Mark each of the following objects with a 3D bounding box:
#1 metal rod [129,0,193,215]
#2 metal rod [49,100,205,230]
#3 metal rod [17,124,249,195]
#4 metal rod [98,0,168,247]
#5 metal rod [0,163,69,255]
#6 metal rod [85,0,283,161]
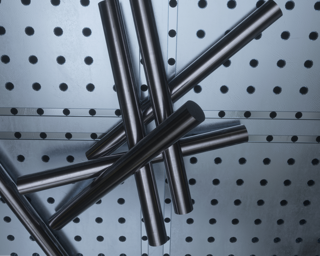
[{"bbox_3d":[0.000,-0.038,0.373,0.025,0.025,0.298,-11,100,4],"label":"metal rod"},{"bbox_3d":[-0.060,0.063,0.382,0.025,0.025,0.299,41,125,-14],"label":"metal rod"},{"bbox_3d":[-0.033,0.041,0.409,0.302,0.025,0.025,-13,110,-3],"label":"metal rod"},{"bbox_3d":[-0.031,0.000,0.378,0.025,0.025,0.298,-11,97,4],"label":"metal rod"},{"bbox_3d":[-0.194,0.134,0.461,0.025,0.025,0.299,-25,108,9],"label":"metal rod"},{"bbox_3d":[0.021,-0.050,0.395,0.300,0.025,0.025,-39,106,13],"label":"metal rod"}]
